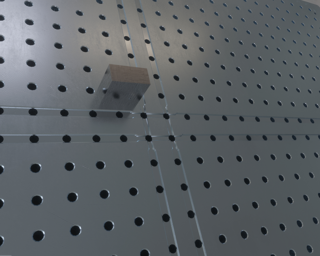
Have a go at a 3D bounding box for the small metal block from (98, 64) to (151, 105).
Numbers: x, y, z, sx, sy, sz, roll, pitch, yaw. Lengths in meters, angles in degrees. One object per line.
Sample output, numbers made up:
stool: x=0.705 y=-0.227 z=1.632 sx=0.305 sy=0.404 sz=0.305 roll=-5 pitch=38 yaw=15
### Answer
small metal block: x=-0.047 y=-0.054 z=0.400 sx=0.050 sy=0.050 sz=0.025 roll=1 pitch=61 yaw=-28
